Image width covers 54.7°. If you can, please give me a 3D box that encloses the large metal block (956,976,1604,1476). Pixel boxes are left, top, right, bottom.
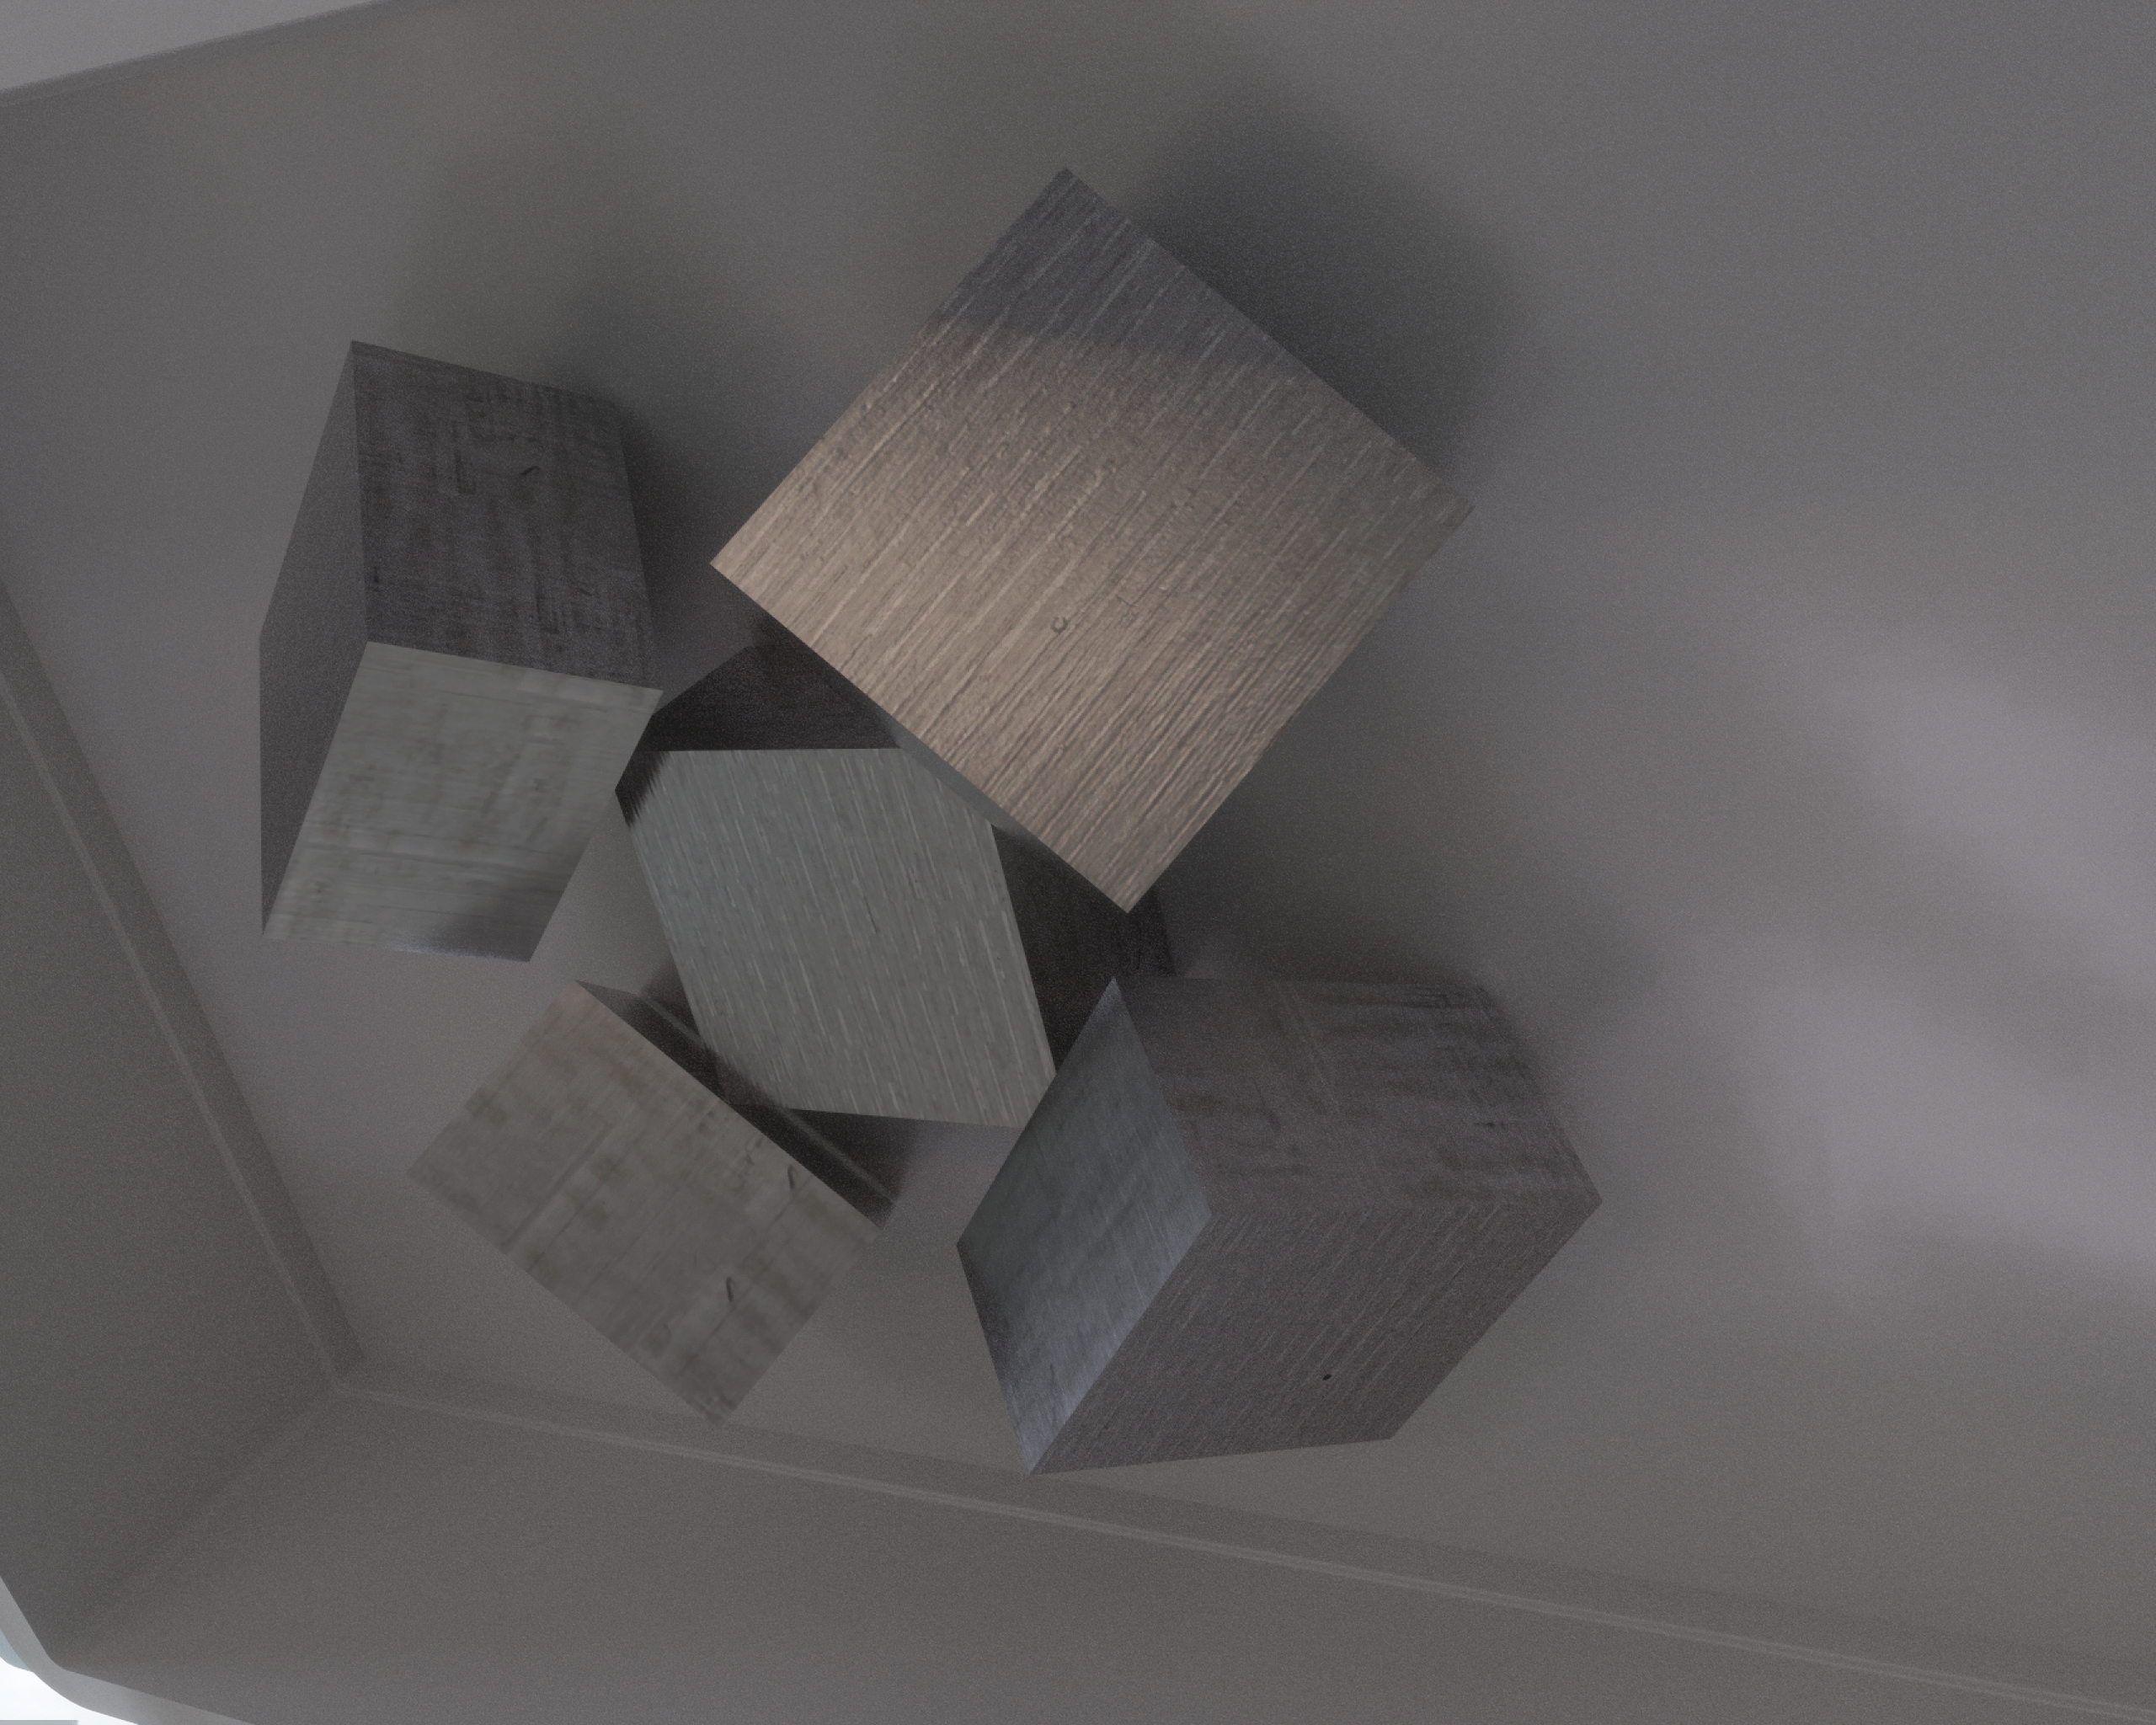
[{"bbox_3d":[0.034,0.067,0.386,0.081,0.050,0.079,3,134,-28],"label":"large metal block"}]

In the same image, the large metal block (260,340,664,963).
[{"bbox_3d":[-0.122,-0.039,0.401,0.050,0.080,0.080,8,136,-30],"label":"large metal block"}]

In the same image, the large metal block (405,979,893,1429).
[{"bbox_3d":[-0.088,0.072,0.455,0.080,0.050,0.080,39,173,1],"label":"large metal block"}]

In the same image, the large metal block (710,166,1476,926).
[{"bbox_3d":[0.002,-0.047,0.334,0.080,0.050,0.080,40,86,1],"label":"large metal block"}]

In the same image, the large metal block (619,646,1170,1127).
[{"bbox_3d":[-0.035,0.003,0.409,0.080,0.050,0.080,1,119,28],"label":"large metal block"}]
